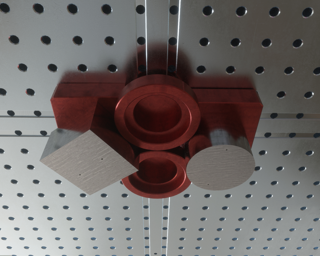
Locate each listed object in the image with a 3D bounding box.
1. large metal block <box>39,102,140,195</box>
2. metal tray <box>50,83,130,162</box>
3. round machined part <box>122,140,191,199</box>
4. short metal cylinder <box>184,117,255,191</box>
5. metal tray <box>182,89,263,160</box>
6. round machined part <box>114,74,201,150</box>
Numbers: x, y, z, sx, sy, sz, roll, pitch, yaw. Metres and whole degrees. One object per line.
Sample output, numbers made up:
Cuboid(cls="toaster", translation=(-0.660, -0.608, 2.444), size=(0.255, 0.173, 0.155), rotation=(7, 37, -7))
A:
Cuboid(cls="large metal block", translation=(-0.081, 0.028, 0.378), size=(0.080, 0.050, 0.080), rotation=(-30, 124, 23))
Cuboid(cls="metal tray", translation=(-0.083, 0.004, 0.410), size=(0.091, 0.030, 0.129), rotation=(0, 130, -2))
Cuboid(cls="round machined part", translation=(-0.004, 0.052, 0.433), size=(0.099, 0.042, 0.097), rotation=(0, 130, 0))
Cuboid(cls="short metal cylinder", translation=(0.071, 0.032, 0.383), size=(0.081, 0.050, 0.079), rotation=(0, 130, 0))
Cuboid(cls="metal tray", translation=(0.076, 0.010, 0.415), size=(0.091, 0.030, 0.129), rotation=(0, 130, -1))
Cuboid(cls="round machined part", translation=(-0.003, -0.022, 0.369), size=(0.099, 0.042, 0.097), rotation=(0, 130, 0))
